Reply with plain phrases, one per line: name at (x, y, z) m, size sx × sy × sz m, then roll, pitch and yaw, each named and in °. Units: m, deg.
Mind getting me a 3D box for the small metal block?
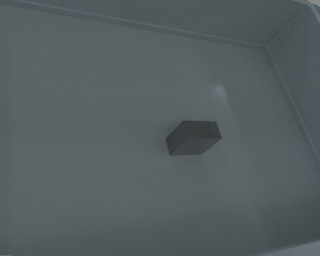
small metal block at (0.043, 0.014, 0.404) m, size 0.050 × 0.050 × 0.025 m, roll 1°, pitch 62°, yaw -28°
